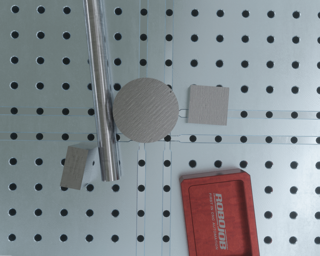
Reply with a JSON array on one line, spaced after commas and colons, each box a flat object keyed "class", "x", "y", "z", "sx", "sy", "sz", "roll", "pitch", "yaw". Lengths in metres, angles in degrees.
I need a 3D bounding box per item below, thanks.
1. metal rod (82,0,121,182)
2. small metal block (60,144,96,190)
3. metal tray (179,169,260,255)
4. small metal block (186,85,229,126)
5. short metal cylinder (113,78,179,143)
[{"class": "metal rod", "x": -0.081, "y": -0.079, "z": 0.412, "sx": 0.025, "sy": 0.025, "sz": 0.298, "roll": -6, "pitch": 90, "yaw": -1}, {"class": "small metal block", "x": -0.104, "y": 0.048, "z": 0.400, "sx": 0.025, "sy": 0.050, "sz": 0.050, "roll": 12, "pitch": 90, "yaw": 0}, {"class": "metal tray", "x": 0.078, "y": 0.125, "z": 0.411, "sx": 0.091, "sy": 0.030, "sz": 0.129, "roll": -7, "pitch": 90, "yaw": -1}, {"class": "small metal block", "x": 0.063, "y": -0.030, "z": 0.414, "sx": 0.050, "sy": 0.025, "sz": 0.050, "roll": 4, "pitch": 90, "yaw": -1}, {"class": "short metal cylinder", "x": -0.017, "y": -0.022, "z": 0.401, "sx": 0.081, "sy": 0.050, "sz": 0.079, "roll": 0, "pitch": 90, "yaw": -1}]
